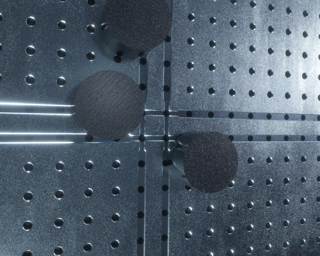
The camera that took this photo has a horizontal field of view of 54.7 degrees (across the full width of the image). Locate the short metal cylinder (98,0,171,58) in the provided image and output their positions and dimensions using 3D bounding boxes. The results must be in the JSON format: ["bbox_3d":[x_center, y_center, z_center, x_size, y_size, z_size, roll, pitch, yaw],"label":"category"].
[{"bbox_3d":[-0.033,-0.132,0.388,0.081,0.050,0.079,0,90,-21],"label":"short metal cylinder"}]

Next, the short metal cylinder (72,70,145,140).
[{"bbox_3d":[-0.065,-0.026,0.376,0.081,0.050,0.079,0,90,-21],"label":"short metal cylinder"}]

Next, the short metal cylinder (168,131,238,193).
[{"bbox_3d":[0.058,0.044,0.422,0.081,0.050,0.079,0,90,-20],"label":"short metal cylinder"}]
